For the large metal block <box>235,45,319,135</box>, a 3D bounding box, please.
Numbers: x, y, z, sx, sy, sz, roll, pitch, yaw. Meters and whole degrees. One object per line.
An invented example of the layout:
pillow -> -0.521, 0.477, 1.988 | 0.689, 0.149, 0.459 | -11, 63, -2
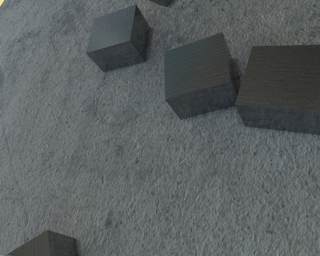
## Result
large metal block -> 0.138, -0.044, 0.342 | 0.080, 0.050, 0.080 | 8, 66, 31

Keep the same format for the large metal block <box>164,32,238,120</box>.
large metal block -> 0.053, -0.066, 0.400 | 0.080, 0.050, 0.080 | -14, 56, 20

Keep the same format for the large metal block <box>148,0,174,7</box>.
large metal block -> 0.004, -0.272, 0.553 | 0.080, 0.050, 0.080 | -47, 51, -5

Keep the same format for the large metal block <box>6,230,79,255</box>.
large metal block -> -0.137, 0.177, 0.352 | 0.080, 0.050, 0.080 | -32, 52, 7

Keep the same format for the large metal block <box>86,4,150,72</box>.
large metal block -> -0.067, -0.147, 0.513 | 0.080, 0.050, 0.080 | -9, 58, 23
